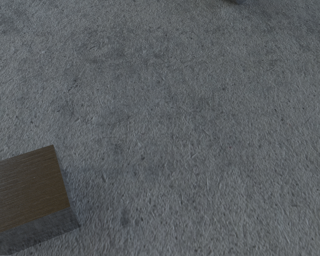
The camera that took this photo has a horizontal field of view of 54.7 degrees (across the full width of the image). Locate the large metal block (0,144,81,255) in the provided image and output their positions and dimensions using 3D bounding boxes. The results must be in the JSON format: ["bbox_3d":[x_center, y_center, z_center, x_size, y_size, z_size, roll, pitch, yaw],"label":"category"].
[{"bbox_3d":[-0.137,0.074,0.323,0.081,0.050,0.080,-18,53,-15],"label":"large metal block"}]

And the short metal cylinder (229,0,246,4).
[{"bbox_3d":[0.153,-0.296,0.619,0.050,0.080,0.080,33,57,24],"label":"short metal cylinder"}]
